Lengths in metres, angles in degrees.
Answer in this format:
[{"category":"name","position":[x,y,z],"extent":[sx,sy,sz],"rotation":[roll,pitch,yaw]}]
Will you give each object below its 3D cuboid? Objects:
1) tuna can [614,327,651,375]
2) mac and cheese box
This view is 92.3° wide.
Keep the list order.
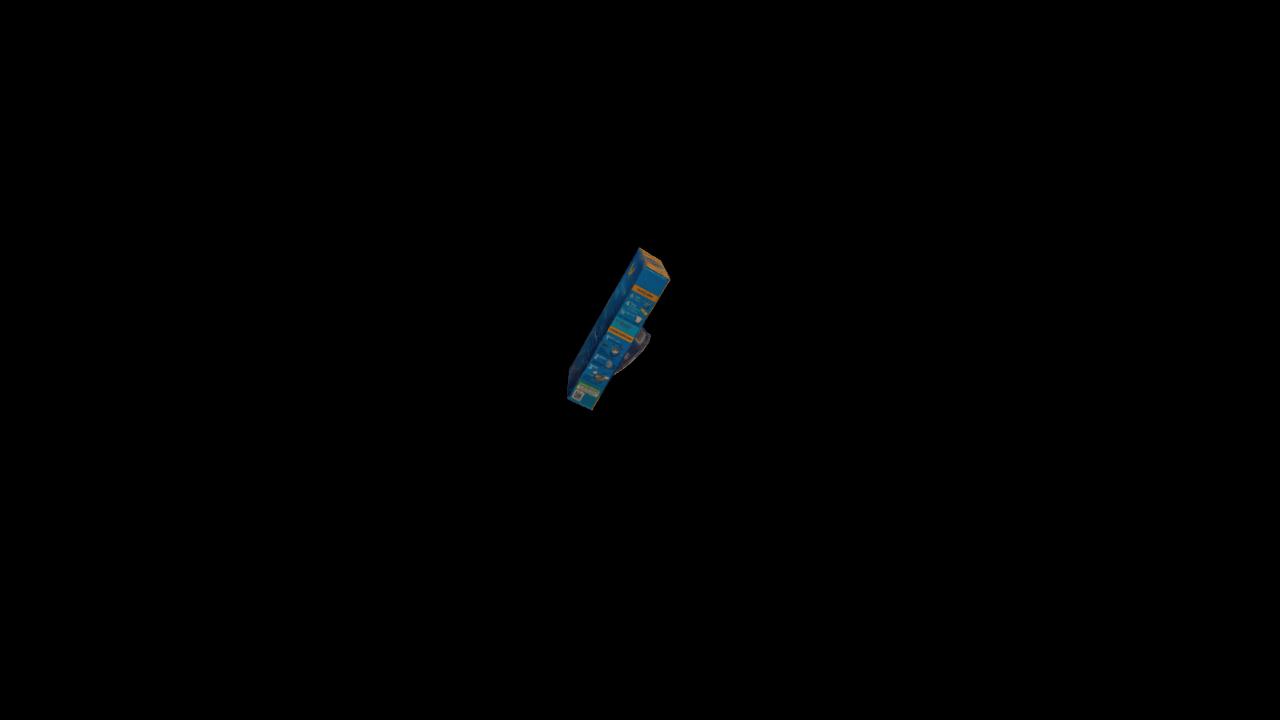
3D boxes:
[{"category":"tuna can","position":[-0.030,-0.016,0.758],"extent":[0.084,0.034,0.084],"rotation":[-36,18,14]},{"category":"mac and cheese box","position":[-0.029,-0.038,0.742],"extent":[0.041,0.184,0.093],"rotation":[27,18,-14]}]
